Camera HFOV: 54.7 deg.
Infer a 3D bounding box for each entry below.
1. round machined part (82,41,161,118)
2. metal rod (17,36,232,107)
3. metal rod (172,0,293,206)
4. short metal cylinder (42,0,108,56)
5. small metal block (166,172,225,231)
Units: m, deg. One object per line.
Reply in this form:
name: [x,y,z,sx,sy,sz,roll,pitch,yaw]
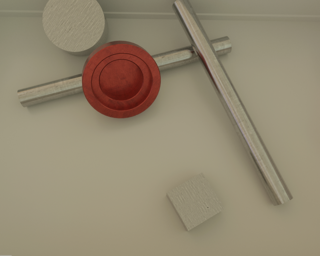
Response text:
round machined part: [-0.051,-0.065,0.405,0.099,0.097,0.042,-17,30,-7]
metal rod: [-0.044,-0.081,0.438,0.302,0.025,0.025,-16,71,-6]
metal rod: [0.090,-0.043,0.408,0.025,0.025,0.299,-23,78,-8]
short metal cylinder: [-0.115,-0.143,0.431,0.081,0.050,0.079,0,96,-4]
small metal block: [0.042,0.090,0.377,0.050,0.025,0.050,-28,73,-10]
